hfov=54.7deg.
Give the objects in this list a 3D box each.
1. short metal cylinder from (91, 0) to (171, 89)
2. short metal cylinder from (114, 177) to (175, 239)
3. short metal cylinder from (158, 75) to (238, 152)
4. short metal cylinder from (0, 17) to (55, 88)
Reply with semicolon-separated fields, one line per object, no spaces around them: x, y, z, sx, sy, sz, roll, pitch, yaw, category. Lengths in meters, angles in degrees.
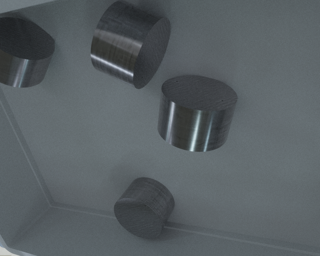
-0.030;-0.089;0.334;0.050;0.080;0.079;26;128;12;short metal cylinder
-0.024;0.124;0.482;0.080;0.050;0.079;13;124;21;short metal cylinder
0.039;-0.018;0.341;0.080;0.080;0.050;18;126;17;short metal cylinder
-0.187;-0.100;0.410;0.080;0.080;0.050;40;129;1;short metal cylinder
